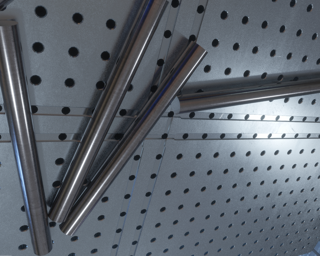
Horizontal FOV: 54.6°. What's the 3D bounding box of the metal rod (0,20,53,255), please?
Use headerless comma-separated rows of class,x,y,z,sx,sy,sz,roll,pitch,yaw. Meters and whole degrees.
metal rod,-0.150,0.035,0.350,0.025,0.025,0.298,-10,123,-23

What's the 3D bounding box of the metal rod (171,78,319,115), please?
metal rod,0.157,-0.052,0.463,0.302,0.025,0.025,-9,123,-24

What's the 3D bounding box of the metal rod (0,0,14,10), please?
metal rod,-0.197,-0.070,0.260,0.301,0.025,0.025,-38,129,-3

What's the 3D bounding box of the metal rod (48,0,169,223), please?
metal rod,-0.068,-0.011,0.366,0.025,0.025,0.298,16,110,-35

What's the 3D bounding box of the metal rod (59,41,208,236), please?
metal rod,-0.040,0.020,0.401,0.025,0.025,0.299,29,102,-38
